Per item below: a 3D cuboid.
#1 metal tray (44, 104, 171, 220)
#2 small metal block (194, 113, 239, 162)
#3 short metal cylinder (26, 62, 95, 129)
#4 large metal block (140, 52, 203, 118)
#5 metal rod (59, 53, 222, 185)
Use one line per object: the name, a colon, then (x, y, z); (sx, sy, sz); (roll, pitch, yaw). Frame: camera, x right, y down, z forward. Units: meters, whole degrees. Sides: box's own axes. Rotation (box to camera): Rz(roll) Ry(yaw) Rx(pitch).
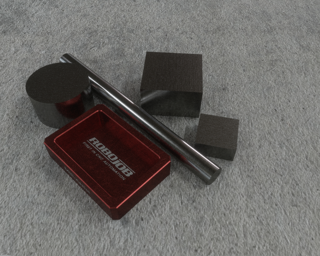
metal tray: (-0.063, 0.034, 0.372); (0.130, 0.030, 0.090); (37, 59, 26)
small metal block: (0.072, 0.011, 0.397); (0.050, 0.025, 0.050); (10, 51, 8)
short metal cylinder: (-0.134, -0.045, 0.424); (0.081, 0.050, 0.080); (0, 50, 0)
large metal block: (0.017, -0.062, 0.441); (0.080, 0.050, 0.080); (3, 50, 2)
metal rod: (-0.043, -0.026, 0.425); (0.300, 0.025, 0.025); (38, 59, 27)
